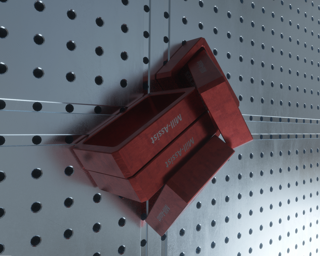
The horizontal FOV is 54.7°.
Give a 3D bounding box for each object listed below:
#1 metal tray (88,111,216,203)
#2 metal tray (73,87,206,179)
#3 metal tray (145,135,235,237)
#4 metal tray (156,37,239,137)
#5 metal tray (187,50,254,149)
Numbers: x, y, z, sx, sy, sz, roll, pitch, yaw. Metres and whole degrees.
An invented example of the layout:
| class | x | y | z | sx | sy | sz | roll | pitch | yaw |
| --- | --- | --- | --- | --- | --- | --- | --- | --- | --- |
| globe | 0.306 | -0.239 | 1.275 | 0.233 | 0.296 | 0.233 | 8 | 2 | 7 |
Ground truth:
| class | x | y | z | sx | sy | sz | roll | pitch | yaw |
| --- | --- | --- | --- | --- | --- | --- | --- | --- | --- |
| metal tray | -0.008 | 0.025 | 0.360 | 0.131 | 0.090 | 0.030 | -40 | 115 | -33 |
| metal tray | -0.022 | 0.000 | 0.350 | 0.131 | 0.090 | 0.030 | -40 | 115 | -33 |
| metal tray | 0.033 | 0.074 | 0.379 | 0.030 | 0.129 | 0.091 | 41 | 56 | 14 |
| metal tray | 0.061 | -0.054 | 0.458 | 0.090 | 0.030 | 0.130 | -51 | 120 | -28 |
| metal tray | 0.073 | -0.041 | 0.398 | 0.090 | 0.030 | 0.130 | 58 | 12 | -24 |
